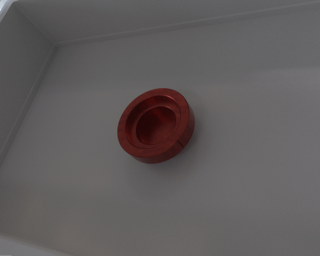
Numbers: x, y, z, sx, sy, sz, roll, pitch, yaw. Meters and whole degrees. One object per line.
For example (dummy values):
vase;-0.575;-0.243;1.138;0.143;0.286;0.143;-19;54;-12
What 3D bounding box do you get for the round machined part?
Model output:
round machined part;-0.001;0.001;0.396;0.098;0.042;0.098;-13;56;21
